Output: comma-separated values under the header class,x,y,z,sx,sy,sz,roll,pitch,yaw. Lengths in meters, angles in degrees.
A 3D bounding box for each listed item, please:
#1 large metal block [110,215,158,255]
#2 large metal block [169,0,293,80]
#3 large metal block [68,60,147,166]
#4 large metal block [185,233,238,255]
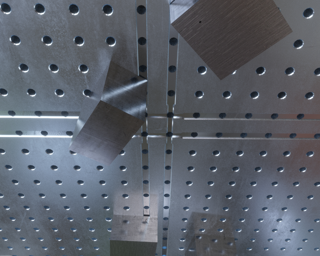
class,x,y,z,sx,sy,sz,roll,pitch,yaw
large metal block,-0.048,0.206,0.570,0.080,0.050,0.080,4,130,-4
large metal block,0.067,-0.108,0.304,0.080,0.050,0.080,-34,123,25
large metal block,-0.058,-0.017,0.360,0.050,0.080,0.080,27,125,-21
large metal block,0.099,0.256,0.614,0.080,0.050,0.079,8,130,-7
